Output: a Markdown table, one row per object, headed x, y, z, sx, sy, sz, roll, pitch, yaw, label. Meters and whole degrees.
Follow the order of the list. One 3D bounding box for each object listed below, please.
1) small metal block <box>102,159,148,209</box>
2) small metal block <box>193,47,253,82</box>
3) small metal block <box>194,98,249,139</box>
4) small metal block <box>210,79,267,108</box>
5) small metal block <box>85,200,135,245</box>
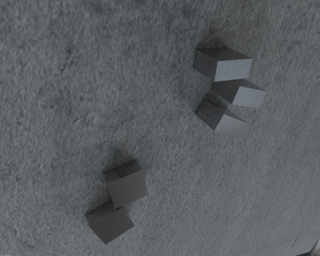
| x | y | z | sx | sy | sz | roll | pitch | yaw | label |
| --- | --- | --- | --- | --- | --- | --- | --- | --- | --- |
| -0.048 | 0.078 | 0.430 | 0.050 | 0.025 | 0.050 | -21 | 127 | -17 | small metal block |
| 0.076 | -0.080 | 0.385 | 0.050 | 0.050 | 0.025 | -10 | 123 | -24 | small metal block |
| 0.085 | -0.013 | 0.431 | 0.050 | 0.050 | 0.025 | 16 | 110 | -35 | small metal block |
| 0.106 | -0.051 | 0.419 | 0.050 | 0.050 | 0.025 | 5 | 116 | -31 | small metal block |
| -0.072 | 0.135 | 0.453 | 0.050 | 0.025 | 0.050 | -31 | 129 | -9 | small metal block |
